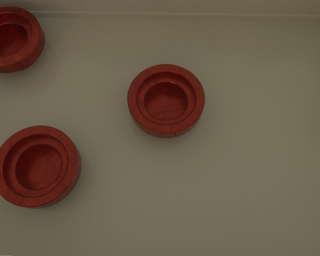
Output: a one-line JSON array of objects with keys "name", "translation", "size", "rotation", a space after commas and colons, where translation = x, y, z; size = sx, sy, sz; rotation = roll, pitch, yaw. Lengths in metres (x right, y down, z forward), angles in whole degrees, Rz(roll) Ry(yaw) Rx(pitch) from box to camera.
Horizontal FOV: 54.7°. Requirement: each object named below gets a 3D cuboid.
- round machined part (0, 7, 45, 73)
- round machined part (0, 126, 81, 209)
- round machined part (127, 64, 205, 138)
[{"name": "round machined part", "translation": [-0.214, -0.121, 0.443], "size": [0.099, 0.042, 0.098], "rotation": [0, 70, 0]}, {"name": "round machined part", "translation": [-0.146, 0.050, 0.381], "size": [0.099, 0.042, 0.098], "rotation": [0, 70, 0]}, {"name": "round machined part", "translation": [0.008, -0.032, 0.412], "size": [0.099, 0.042, 0.098], "rotation": [0, 70, 0]}]
